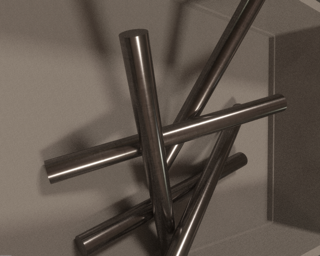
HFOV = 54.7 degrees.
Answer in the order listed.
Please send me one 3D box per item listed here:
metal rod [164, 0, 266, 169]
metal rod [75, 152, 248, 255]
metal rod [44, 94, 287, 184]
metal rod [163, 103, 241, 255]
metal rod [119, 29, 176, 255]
[{"bbox_3d":[0.065,-0.068,0.381,0.025,0.025,0.298,21,103,-39],"label":"metal rod"},{"bbox_3d":[0.026,0.091,0.430,0.302,0.025,0.025,-19,102,-39],"label":"metal rod"},{"bbox_3d":[0.023,0.006,0.364,0.302,0.025,0.025,-16,101,-19],"label":"metal rod"},{"bbox_3d":[0.070,0.069,0.432,0.025,0.025,0.301,55,47,-26],"label":"metal rod"},{"bbox_3d":[-0.004,0.045,0.339,0.025,0.025,0.298,-34,130,-35],"label":"metal rod"}]
